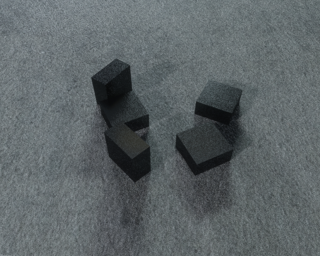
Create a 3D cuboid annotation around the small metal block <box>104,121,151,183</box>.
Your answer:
[{"bbox_3d":[-0.037,0.028,0.363,0.025,0.050,0.050,-35,59,-26],"label":"small metal block"}]

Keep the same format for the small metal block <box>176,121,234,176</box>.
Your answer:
[{"bbox_3d":[0.054,0.024,0.384,0.050,0.025,0.050,-20,53,-17],"label":"small metal block"}]

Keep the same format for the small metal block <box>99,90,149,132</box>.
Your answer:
[{"bbox_3d":[-0.048,-0.019,0.418,0.050,0.025,0.050,-21,53,-17],"label":"small metal block"}]

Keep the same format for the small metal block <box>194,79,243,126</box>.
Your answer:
[{"bbox_3d":[0.082,-0.037,0.435,0.050,0.025,0.050,21,53,16],"label":"small metal block"}]

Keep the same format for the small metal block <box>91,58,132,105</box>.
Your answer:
[{"bbox_3d":[-0.066,-0.061,0.437,0.025,0.050,0.050,29,56,22],"label":"small metal block"}]
